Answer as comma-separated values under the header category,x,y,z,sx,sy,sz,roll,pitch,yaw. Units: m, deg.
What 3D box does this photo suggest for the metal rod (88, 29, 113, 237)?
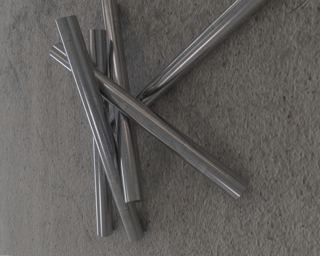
category,x,y,z,sx,sy,sz,roll,pitch,yaw
metal rod,-0.084,0.015,0.446,0.025,0.025,0.298,9,105,39

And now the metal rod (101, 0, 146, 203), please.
category,x,y,z,sx,sy,sz,roll,pitch,yaw
metal rod,-0.053,-0.051,0.419,0.025,0.025,0.299,-25,65,37

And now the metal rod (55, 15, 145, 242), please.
category,x,y,z,sx,sy,sz,roll,pitch,yaw
metal rod,-0.070,0.014,0.393,0.025,0.025,0.298,0,112,40

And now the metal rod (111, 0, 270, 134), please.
category,x,y,z,sx,sy,sz,roll,pitch,yaw
metal rod,0.031,-0.081,0.379,0.299,0.025,0.025,-39,66,33

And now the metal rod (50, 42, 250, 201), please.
category,x,y,z,sx,sy,sz,roll,pitch,yaw
metal rod,-0.025,-0.018,0.377,0.300,0.025,0.025,37,114,17
